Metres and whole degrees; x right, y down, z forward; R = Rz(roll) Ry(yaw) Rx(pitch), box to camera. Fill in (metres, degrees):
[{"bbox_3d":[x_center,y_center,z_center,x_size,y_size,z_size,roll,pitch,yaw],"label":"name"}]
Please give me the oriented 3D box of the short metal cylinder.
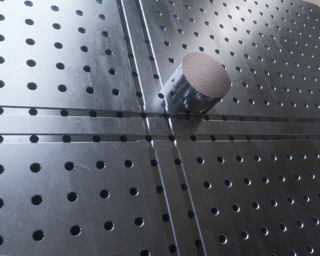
[{"bbox_3d":[0.057,-0.065,0.462,0.081,0.050,0.080,13,56,-21],"label":"short metal cylinder"}]
